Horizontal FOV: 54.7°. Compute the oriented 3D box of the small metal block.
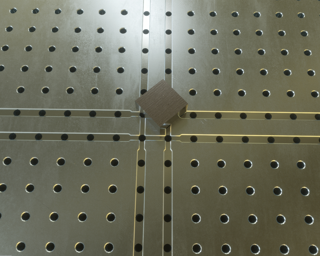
[{"bbox_3d":[0.002,-0.030,0.423,0.050,0.025,0.050,-40,75,-14],"label":"small metal block"}]
